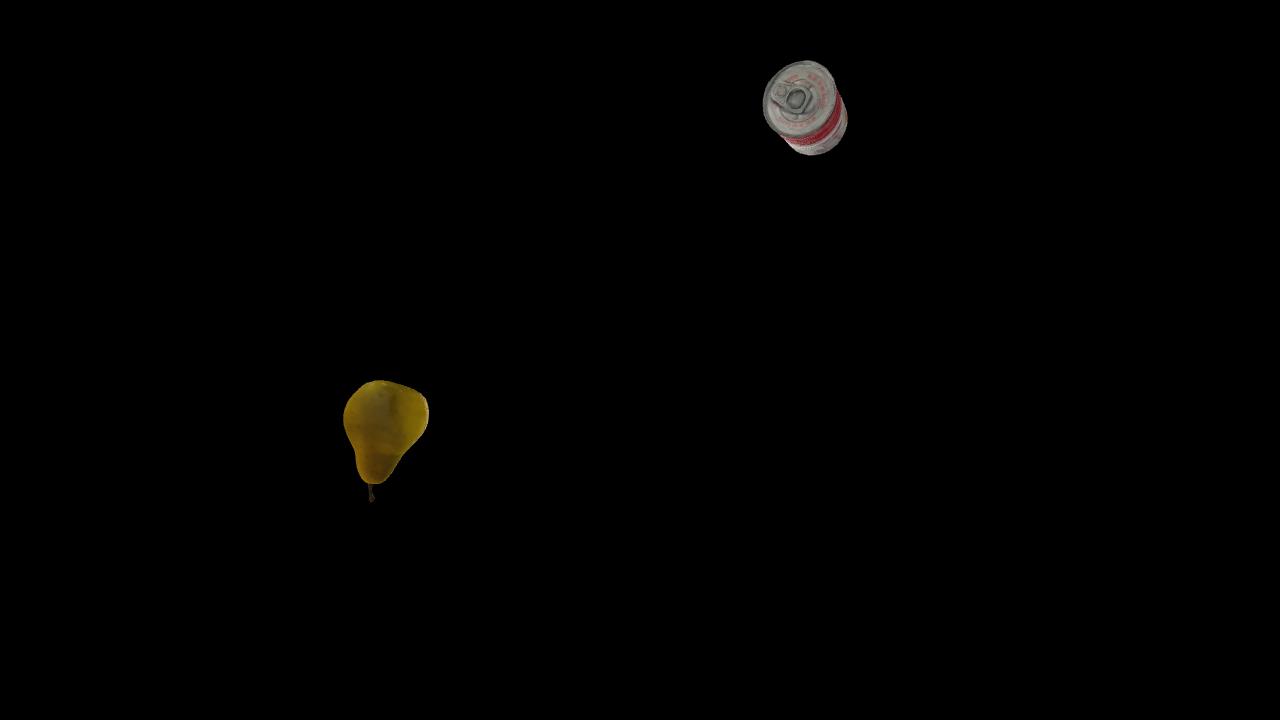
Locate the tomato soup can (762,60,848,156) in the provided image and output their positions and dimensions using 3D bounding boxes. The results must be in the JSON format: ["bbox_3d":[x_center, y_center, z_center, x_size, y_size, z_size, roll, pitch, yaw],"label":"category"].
[{"bbox_3d":[0.166,-0.244,0.607,0.068,0.068,0.101,0,7,25],"label":"tomato soup can"}]

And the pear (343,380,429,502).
[{"bbox_3d":[-0.243,0.076,0.572,0.080,0.111,0.080,13,-13,3],"label":"pear"}]
